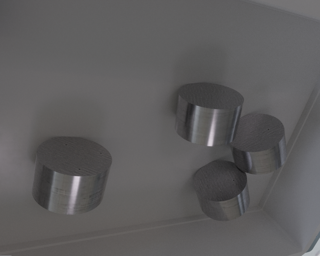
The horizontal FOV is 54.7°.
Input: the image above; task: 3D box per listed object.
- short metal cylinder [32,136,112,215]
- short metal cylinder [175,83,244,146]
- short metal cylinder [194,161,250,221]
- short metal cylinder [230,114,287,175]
[{"bbox_3d":[-0.099,0.051,0.350,0.081,0.080,0.050,2,117,-30],"label":"short metal cylinder"},{"bbox_3d":[0.061,-0.019,0.394,0.081,0.080,0.050,-9,123,-24],"label":"short metal cylinder"},{"bbox_3d":[0.098,0.097,0.486,0.080,0.080,0.050,-27,128,-11],"label":"short metal cylinder"},{"bbox_3d":[0.147,0.023,0.467,0.080,0.080,0.050,-31,129,-9],"label":"short metal cylinder"}]
